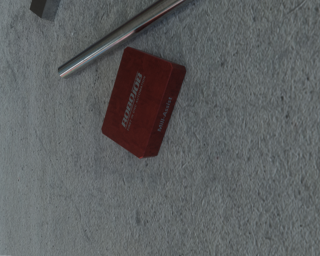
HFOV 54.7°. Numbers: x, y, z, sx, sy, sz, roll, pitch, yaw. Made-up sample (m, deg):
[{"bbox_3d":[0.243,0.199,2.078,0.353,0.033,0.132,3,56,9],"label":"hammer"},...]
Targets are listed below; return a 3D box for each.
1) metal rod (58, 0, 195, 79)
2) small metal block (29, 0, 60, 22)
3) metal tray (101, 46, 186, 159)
[{"bbox_3d":[-0.054,-0.135,0.447,0.300,0.025,0.025,-19,78,38],"label":"metal rod"},{"bbox_3d":[-0.214,-0.234,0.578,0.050,0.025,0.050,39,114,32],"label":"small metal block"},{"bbox_3d":[-0.026,-0.035,0.421,0.090,0.030,0.129,29,108,35],"label":"metal tray"}]
